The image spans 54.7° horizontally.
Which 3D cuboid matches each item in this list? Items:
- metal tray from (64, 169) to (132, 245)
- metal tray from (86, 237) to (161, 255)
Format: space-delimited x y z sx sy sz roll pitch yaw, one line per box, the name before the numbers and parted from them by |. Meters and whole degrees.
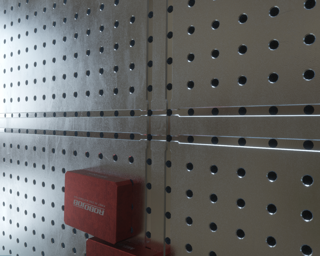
metal tray | -0.101 0.119 0.490 0.130 0.030 0.089 3 92 40
metal tray | -0.056 0.216 0.452 0.130 0.030 0.089 0 90 40
